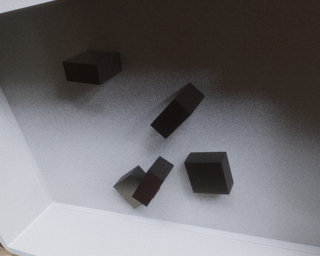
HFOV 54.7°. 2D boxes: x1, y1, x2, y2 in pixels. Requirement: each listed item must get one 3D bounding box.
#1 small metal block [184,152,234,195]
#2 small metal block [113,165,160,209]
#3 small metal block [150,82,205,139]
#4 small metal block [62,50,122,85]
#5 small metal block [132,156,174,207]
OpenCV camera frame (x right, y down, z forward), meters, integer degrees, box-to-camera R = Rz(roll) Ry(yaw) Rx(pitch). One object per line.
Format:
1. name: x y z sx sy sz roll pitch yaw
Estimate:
1. small metal block: 0.066 0.060 0.411 0.050 0.025 0.050 -4 117 30
2. small metal block: -0.037 0.093 0.486 0.050 0.025 0.050 48 129 -6
3. small metal block: 0.021 -0.021 0.368 0.025 0.050 0.050 43 129 -1
4. small metal block: -0.084 -0.077 0.389 0.050 0.050 0.025 9 123 23
5. small metal block: -0.009 0.074 0.437 0.025 0.050 0.050 33 115 6
